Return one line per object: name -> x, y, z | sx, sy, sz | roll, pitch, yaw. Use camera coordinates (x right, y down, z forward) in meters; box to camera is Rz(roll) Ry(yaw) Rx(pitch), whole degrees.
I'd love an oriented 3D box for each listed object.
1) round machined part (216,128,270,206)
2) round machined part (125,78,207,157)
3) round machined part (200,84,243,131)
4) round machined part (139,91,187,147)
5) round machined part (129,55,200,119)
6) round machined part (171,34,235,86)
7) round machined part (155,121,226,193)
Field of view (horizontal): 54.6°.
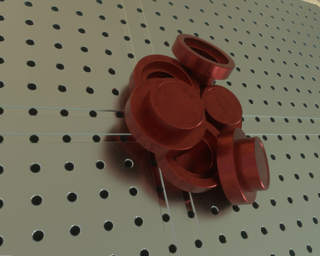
round machined part -> 0.110, 0.047, 0.395 | 0.098, 0.042, 0.098 | 32, 52, -52
round machined part -> 0.013, -0.019, 0.361 | 0.099, 0.042, 0.098 | 13, 56, -21
round machined part -> 0.081, -0.024, 0.455 | 0.099, 0.042, 0.098 | 13, 56, -21
round machined part -> 0.007, -0.012, 0.407 | 0.099, 0.042, 0.098 | 13, 56, -21
round machined part -> 0.003, -0.050, 0.429 | 0.099, 0.042, 0.098 | 13, 56, -21
round machined part -> 0.062, -0.101, 0.477 | 0.099, 0.042, 0.098 | 20, 32, -13
round machined part -> 0.037, 0.036, 0.395 | 0.099, 0.042, 0.098 | 13, 56, -21
